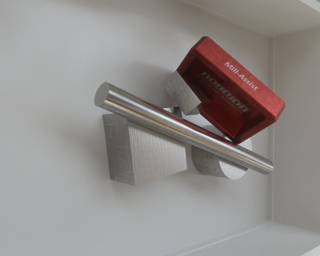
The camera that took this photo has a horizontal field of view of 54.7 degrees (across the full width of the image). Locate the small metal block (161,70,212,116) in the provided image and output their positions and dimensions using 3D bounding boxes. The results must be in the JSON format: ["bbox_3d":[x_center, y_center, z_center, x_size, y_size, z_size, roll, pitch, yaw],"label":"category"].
[{"bbox_3d":[0.035,-0.044,0.392,0.050,0.025,0.050,54,21,12],"label":"small metal block"}]

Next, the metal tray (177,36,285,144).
[{"bbox_3d":[0.080,-0.044,0.400,0.130,0.090,0.030,41,60,0],"label":"metal tray"}]

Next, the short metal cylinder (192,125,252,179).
[{"bbox_3d":[0.095,0.035,0.471,0.081,0.050,0.079,0,90,-40],"label":"short metal cylinder"}]

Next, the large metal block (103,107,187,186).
[{"bbox_3d":[-0.017,0.018,0.377,0.081,0.050,0.079,-10,97,-40],"label":"large metal block"}]

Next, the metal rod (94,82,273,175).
[{"bbox_3d":[0.054,0.014,0.386,0.302,0.025,0.025,23,76,-38],"label":"metal rod"}]
